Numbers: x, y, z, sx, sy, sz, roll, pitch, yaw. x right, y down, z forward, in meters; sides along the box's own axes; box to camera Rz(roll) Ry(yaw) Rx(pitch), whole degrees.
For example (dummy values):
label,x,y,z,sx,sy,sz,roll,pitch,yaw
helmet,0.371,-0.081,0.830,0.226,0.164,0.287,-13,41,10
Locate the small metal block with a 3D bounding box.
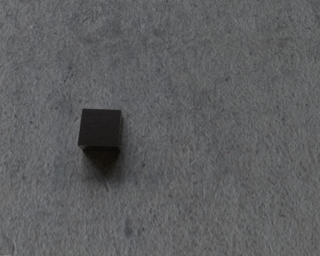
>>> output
label,x,y,z,sx,sy,sz,roll,pitch,yaw
small metal block,-0.077,0.003,0.406,0.050,0.025,0.050,2,70,0
